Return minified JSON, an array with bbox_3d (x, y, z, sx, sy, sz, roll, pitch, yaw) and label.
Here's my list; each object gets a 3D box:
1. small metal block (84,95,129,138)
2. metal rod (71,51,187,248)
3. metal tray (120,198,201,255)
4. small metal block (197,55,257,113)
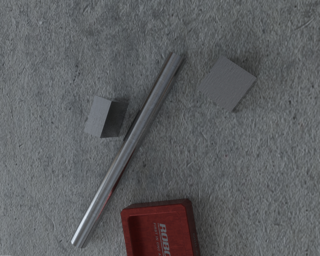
[{"bbox_3d":[-0.071,-0.015,0.420,0.025,0.050,0.050,21,97,18],"label":"small metal block"},{"bbox_3d":[-0.047,0.036,0.424,0.025,0.025,0.299,31,100,17],"label":"metal rod"},{"bbox_3d":[0.004,0.163,0.403,0.090,0.030,0.129,-11,87,19],"label":"metal tray"},{"bbox_3d":[0.083,-0.053,0.380,0.050,0.025,0.050,39,102,15],"label":"small metal block"}]
